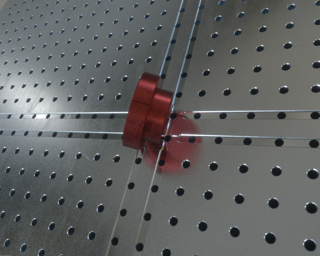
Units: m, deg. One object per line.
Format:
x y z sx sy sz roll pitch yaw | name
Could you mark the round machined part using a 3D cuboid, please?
-0.012 -0.018 0.392 0.042 0.098 0.098 17 67 2 | round machined part
